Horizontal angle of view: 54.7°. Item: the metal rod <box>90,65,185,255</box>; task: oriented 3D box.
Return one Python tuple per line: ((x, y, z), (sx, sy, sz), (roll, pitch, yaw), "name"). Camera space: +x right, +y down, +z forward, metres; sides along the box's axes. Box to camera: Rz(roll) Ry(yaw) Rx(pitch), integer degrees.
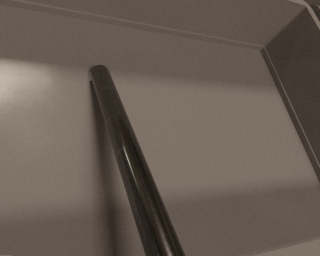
((-0.033, 0.016, 0.299), (0.025, 0.025, 0.300), (5, 34, -26), "metal rod")
